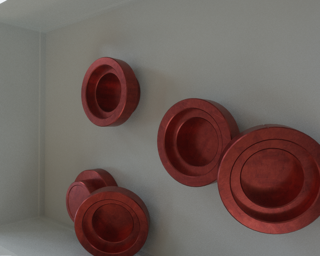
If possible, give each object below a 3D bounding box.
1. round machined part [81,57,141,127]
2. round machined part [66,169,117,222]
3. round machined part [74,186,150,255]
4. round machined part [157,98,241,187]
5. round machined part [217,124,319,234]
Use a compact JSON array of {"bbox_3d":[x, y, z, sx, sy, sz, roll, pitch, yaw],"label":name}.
[{"bbox_3d":[-0.067,-0.051,0.449,0.098,0.042,0.097,0,90,39],"label":"round machined part"},{"bbox_3d":[-0.110,0.114,0.484,0.098,0.042,0.097,0,90,39],"label":"round machined part"},{"bbox_3d":[-0.063,0.126,0.425,0.099,0.042,0.097,1,99,4],"label":"round machined part"},{"bbox_3d":[0.047,0.016,0.355,0.098,0.042,0.097,0,90,39],"label":"round machined part"},{"bbox_3d":[0.103,0.044,0.291,0.099,0.042,0.097,1,97,7],"label":"round machined part"}]
